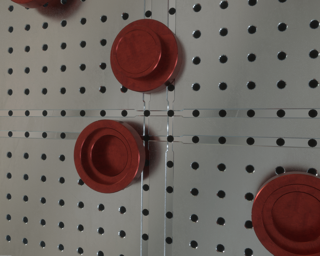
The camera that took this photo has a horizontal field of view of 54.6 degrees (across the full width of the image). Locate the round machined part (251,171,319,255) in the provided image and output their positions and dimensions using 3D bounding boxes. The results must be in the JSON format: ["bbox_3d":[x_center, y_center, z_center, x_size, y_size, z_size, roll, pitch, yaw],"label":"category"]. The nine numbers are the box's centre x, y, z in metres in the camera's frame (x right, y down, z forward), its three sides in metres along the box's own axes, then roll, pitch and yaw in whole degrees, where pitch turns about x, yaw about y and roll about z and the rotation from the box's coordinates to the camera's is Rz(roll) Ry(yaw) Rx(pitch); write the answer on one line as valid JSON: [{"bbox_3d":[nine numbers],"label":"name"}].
[{"bbox_3d":[0.155,0.097,0.349,0.098,0.042,0.097,0,90,20],"label":"round machined part"}]

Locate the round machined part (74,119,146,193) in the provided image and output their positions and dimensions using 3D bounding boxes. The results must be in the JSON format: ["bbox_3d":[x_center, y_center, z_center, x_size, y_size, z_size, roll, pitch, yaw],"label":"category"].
[{"bbox_3d":[-0.065,0.037,0.427,0.098,0.042,0.097,0,90,20],"label":"round machined part"}]

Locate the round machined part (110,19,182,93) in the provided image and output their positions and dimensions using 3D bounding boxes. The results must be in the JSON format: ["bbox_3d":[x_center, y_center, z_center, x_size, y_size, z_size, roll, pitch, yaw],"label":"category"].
[{"bbox_3d":[-0.024,-0.097,0.412,0.098,0.042,0.097,0,90,20],"label":"round machined part"}]

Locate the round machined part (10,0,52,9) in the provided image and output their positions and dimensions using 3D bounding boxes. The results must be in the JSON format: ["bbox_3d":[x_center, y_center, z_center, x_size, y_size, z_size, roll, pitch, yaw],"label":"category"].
[{"bbox_3d":[-0.190,-0.231,0.471,0.098,0.042,0.097,0,90,20],"label":"round machined part"}]
